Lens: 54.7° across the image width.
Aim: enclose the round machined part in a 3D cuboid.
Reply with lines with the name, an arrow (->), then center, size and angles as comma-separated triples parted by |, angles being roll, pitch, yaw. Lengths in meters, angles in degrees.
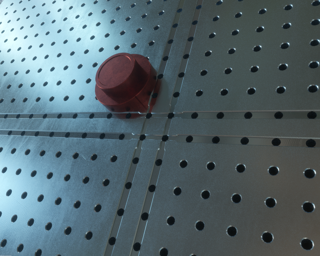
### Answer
round machined part -> -0.058, -0.076, 0.473 | 0.098, 0.042, 0.098 | -13, 56, 20
